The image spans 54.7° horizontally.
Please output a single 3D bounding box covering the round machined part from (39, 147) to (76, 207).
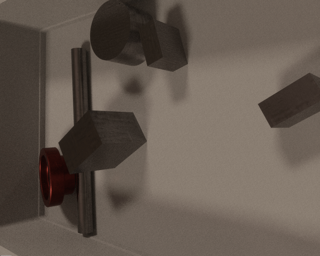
[{"bbox_3d":[-0.173,0.081,0.522,0.098,0.042,0.097,9,100,58],"label":"round machined part"}]

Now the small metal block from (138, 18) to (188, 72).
[{"bbox_3d":[0.005,-0.101,0.385,0.025,0.050,0.050,-22,76,38],"label":"small metal block"}]

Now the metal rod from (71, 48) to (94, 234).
[{"bbox_3d":[-0.128,0.019,0.509,0.025,0.025,0.298,-5,87,39],"label":"metal rod"}]

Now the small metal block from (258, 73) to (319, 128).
[{"bbox_3d":[0.127,-0.023,0.285,0.050,0.050,0.025,-35,69,34],"label":"small metal block"}]

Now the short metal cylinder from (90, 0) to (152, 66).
[{"bbox_3d":[-0.052,-0.130,0.431,0.080,0.050,0.079,0,90,39],"label":"short metal cylinder"}]

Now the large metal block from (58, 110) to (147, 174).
[{"bbox_3d":[-0.080,0.020,0.435,0.080,0.081,0.050,-40,66,32],"label":"large metal block"}]
